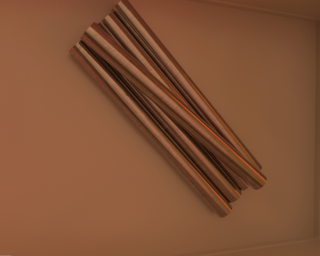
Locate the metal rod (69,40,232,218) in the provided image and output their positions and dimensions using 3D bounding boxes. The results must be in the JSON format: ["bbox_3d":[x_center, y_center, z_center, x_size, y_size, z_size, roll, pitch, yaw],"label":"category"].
[{"bbox_3d":[-0.003,0.009,0.408,0.025,0.025,0.300,-45,104,-14],"label":"metal rod"}]

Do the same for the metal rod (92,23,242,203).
[{"bbox_3d":[0.011,-0.011,0.413,0.025,0.025,0.300,-45,104,-14],"label":"metal rod"}]

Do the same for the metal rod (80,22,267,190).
[{"bbox_3d":[0.028,-0.017,0.392,0.300,0.025,0.025,40,77,-16],"label":"metal rod"}]

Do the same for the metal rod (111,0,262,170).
[{"bbox_3d":[0.044,-0.046,0.425,0.025,0.025,0.300,-45,104,-14],"label":"metal rod"}]

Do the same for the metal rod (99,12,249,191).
[{"bbox_3d":[0.029,-0.026,0.420,0.025,0.025,0.300,-45,104,-14],"label":"metal rod"}]
